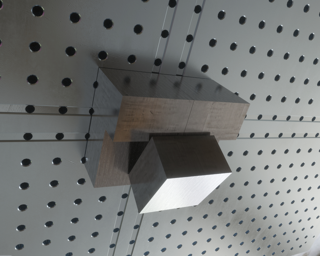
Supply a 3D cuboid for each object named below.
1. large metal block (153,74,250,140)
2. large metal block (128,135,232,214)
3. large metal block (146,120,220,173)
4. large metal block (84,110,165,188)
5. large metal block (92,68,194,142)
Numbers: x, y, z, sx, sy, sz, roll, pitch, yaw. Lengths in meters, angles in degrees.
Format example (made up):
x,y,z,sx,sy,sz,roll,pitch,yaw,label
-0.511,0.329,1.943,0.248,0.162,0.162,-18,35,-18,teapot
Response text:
x,y,z,sx,sy,sz,roll,pitch,yaw,label
0.048,-0.026,0.386,0.081,0.080,0.050,1,118,-29,large metal block
0.020,0.053,0.353,0.081,0.050,0.079,0,142,-29,large metal block
0.028,0.025,0.425,0.081,0.050,0.079,1,118,-29,large metal block
-0.043,0.024,0.385,0.081,0.050,0.079,1,118,-29,large metal block
-0.022,-0.027,0.347,0.081,0.080,0.050,1,118,-29,large metal block
